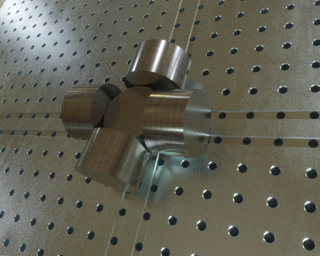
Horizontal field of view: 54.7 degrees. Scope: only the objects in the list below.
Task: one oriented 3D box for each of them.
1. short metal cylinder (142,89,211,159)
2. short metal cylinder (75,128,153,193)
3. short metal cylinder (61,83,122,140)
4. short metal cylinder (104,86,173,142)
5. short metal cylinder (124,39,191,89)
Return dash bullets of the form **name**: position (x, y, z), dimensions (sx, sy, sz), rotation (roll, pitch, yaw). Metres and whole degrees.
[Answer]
- **short metal cylinder**: position (0.022, -0.006, 0.365), dimensions (0.050, 0.080, 0.080), rotation (4, 64, 30)
- **short metal cylinder**: position (-0.054, 0.041, 0.375), dimensions (0.080, 0.080, 0.050), rotation (6, 65, 31)
- **short metal cylinder**: position (-0.089, -0.021, 0.433), dimensions (0.050, 0.080, 0.080), rotation (2, 63, 28)
- **short metal cylinder**: position (-0.027, -0.009, 0.412), dimensions (0.080, 0.050, 0.080), rotation (-12, 57, 20)
- **short metal cylinder**: position (-0.002, -0.073, 0.419), dimensions (0.080, 0.080, 0.050), rotation (3, 63, 29)
